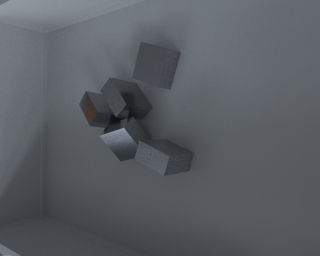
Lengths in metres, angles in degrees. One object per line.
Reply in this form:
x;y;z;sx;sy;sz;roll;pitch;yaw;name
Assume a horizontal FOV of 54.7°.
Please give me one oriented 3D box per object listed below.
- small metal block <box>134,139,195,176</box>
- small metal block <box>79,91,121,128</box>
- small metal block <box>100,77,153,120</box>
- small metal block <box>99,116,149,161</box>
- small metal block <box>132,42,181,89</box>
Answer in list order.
0.006;0.035;0.386;0.050;0.050;0.025;25;106;37;small metal block
-0.083;-0.025;0.455;0.025;0.050;0.050;-56;48;25;small metal block
-0.046;-0.040;0.428;0.025;0.050;0.050;-48;60;27;small metal block
-0.046;0.016;0.428;0.050;0.025;0.050;-16;119;38;small metal block
-0.006;-0.083;0.412;0.050;0.025;0.050;25;106;37;small metal block
